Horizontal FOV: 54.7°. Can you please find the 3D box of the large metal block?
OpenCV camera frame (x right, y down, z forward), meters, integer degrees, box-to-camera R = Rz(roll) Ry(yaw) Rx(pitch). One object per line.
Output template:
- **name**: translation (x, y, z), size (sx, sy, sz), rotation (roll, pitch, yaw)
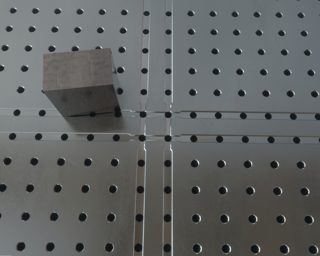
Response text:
- **large metal block**: translation (-0.097, -0.056, 0.402), size (0.081, 0.080, 0.050), rotation (-6, 70, -3)
